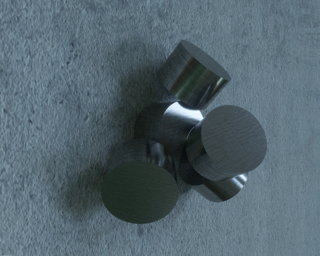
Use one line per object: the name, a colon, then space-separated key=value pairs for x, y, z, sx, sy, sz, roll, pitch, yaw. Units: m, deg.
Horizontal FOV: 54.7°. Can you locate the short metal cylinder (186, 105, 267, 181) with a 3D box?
short metal cylinder: x=0.077 y=0.019 z=0.368 sx=0.081 sy=0.050 sz=0.080 roll=5 pitch=69 yaw=-14

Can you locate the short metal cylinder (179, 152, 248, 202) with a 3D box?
short metal cylinder: x=0.074 y=0.056 z=0.432 sx=0.050 sy=0.080 sz=0.080 roll=42 pitch=64 yaw=-32

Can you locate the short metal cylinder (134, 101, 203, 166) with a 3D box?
short metal cylinder: x=0.013 y=0.006 z=0.401 sx=0.081 sy=0.050 sz=0.080 roll=0 pitch=89 yaw=-40

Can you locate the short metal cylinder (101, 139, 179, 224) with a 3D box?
short metal cylinder: x=-0.021 y=0.059 z=0.345 sx=0.081 sy=0.050 sz=0.079 roll=-1 pitch=115 yaw=-1

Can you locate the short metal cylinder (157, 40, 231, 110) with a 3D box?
short metal cylinder: x=0.044 y=-0.068 z=0.399 sx=0.080 sy=0.080 sz=0.050 roll=17 pitch=122 yaw=-39
